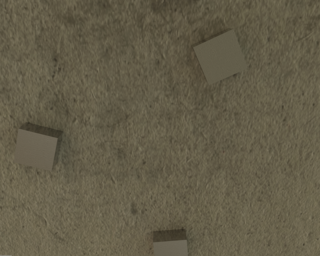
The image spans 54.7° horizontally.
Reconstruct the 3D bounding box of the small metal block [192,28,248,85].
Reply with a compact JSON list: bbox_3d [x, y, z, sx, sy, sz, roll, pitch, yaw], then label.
[{"bbox_3d":[0.072,-0.087,0.379,0.050,0.025,0.050,-24,109,8],"label":"small metal block"}]

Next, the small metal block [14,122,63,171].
[{"bbox_3d":[-0.163,0.025,0.417,0.050,0.025,0.050,15,109,-6],"label":"small metal block"}]

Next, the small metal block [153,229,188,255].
[{"bbox_3d":[0.017,0.186,0.479,0.050,0.025,0.050,-5,110,1],"label":"small metal block"}]
